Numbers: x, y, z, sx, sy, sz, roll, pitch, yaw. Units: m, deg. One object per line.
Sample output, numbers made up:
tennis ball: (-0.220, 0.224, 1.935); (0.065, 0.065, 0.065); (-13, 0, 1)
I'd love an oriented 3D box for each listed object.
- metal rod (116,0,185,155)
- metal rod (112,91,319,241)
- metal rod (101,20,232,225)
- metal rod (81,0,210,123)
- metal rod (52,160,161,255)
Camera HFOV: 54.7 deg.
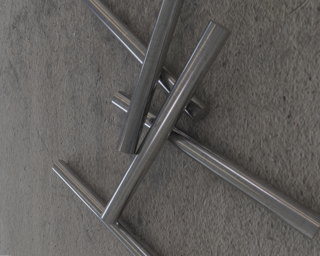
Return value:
metal rod: (0.003, -0.112, 0.376); (0.025, 0.025, 0.298); (22, 96, 38)
metal rod: (0.043, 0.025, 0.369); (0.300, 0.025, 0.025); (34, 111, 35)
metal rod: (-0.006, 0.013, 0.376); (0.025, 0.025, 0.298); (47, 122, 30)
metal rod: (-0.036, -0.117, 0.434); (0.300, 0.025, 0.025); (50, 119, 28)
metal rod: (-0.077, 0.135, 0.468); (0.300, 0.025, 0.025); (33, 110, 35)
